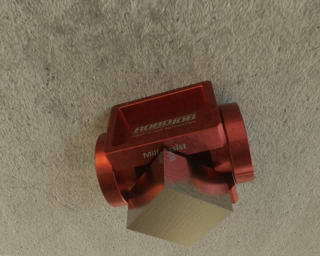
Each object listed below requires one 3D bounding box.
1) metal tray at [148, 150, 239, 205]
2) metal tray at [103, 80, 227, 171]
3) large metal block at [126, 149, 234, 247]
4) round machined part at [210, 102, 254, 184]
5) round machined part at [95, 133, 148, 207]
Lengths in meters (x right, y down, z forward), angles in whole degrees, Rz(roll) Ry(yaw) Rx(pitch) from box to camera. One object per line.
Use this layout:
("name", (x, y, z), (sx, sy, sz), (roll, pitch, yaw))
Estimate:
("metal tray", (0.032, 0.069, 0.423), (0.130, 0.090, 0.030), (-13, 129, 10))
("metal tray", (0.004, -0.005, 0.363), (0.130, 0.090, 0.030), (-14, 129, 11))
("large metal block", (0.019, 0.079, 0.339), (0.080, 0.050, 0.080), (23, 126, -19))
("round machined part", (0.082, 0.020, 0.379), (0.042, 0.098, 0.098), (-12, 129, 10))
("round machined part", (-0.045, 0.050, 0.402), (0.042, 0.098, 0.098), (-12, 129, 10))
